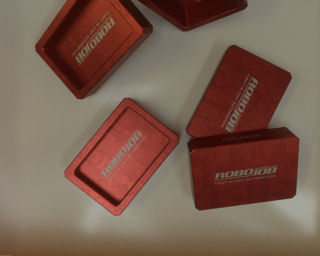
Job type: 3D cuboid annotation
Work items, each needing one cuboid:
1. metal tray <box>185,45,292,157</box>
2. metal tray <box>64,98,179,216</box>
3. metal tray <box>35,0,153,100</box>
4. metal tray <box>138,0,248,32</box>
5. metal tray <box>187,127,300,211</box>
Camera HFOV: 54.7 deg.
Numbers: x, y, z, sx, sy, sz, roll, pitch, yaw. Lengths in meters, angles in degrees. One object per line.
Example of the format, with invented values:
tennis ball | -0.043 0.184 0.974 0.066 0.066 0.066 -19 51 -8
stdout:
metal tray | 0.102 -0.031 0.410 0.090 0.030 0.130 27 90 -1
metal tray | -0.048 0.036 0.408 0.090 0.030 0.130 39 90 -1
metal tray | -0.083 -0.108 0.376 0.130 0.030 0.090 -39 92 29
metal tray | 0.032 -0.156 0.344 0.090 0.131 0.030 -12 79 32
metal tray | 0.105 0.052 0.394 0.131 0.030 0.089 -7 113 -1
